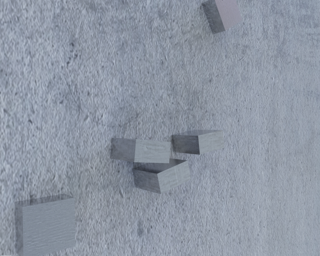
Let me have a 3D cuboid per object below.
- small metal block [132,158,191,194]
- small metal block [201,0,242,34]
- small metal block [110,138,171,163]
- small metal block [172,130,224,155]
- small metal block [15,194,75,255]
[{"bbox_3d":[0.002,0.058,0.390,0.050,0.050,0.025,-18,102,-39],"label":"small metal block"},{"bbox_3d":[0.098,-0.182,0.486,0.050,0.025,0.050,-39,114,-33],"label":"small metal block"},{"bbox_3d":[-0.024,0.027,0.368,0.050,0.050,0.025,7,86,-40],"label":"small metal block"},{"bbox_3d":[0.053,0.018,0.433,0.050,0.050,0.025,-11,97,-40],"label":"small metal block"},{"bbox_3d":[-0.114,0.096,0.309,0.050,0.025,0.050,-2,91,-40],"label":"small metal block"}]
